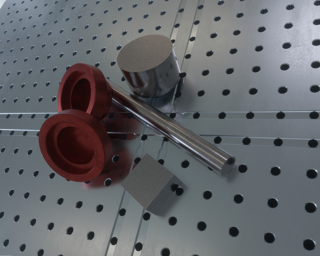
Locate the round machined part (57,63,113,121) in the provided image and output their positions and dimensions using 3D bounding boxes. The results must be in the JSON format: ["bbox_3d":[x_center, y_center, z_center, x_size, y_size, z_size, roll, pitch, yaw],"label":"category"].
[{"bbox_3d":[-0.109,-0.045,0.466,0.098,0.042,0.097,-4,83,41],"label":"round machined part"}]

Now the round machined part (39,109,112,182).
[{"bbox_3d":[-0.109,0.020,0.419,0.098,0.097,0.042,-10,17,22],"label":"round machined part"}]

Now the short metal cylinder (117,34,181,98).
[{"bbox_3d":[-0.015,-0.089,0.445,0.080,0.050,0.080,-10,49,12],"label":"short metal cylinder"}]

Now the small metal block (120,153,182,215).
[{"bbox_3d":[-0.011,0.067,0.373,0.050,0.025,0.050,35,81,38],"label":"small metal block"}]

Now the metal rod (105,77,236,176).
[{"bbox_3d":[-0.023,-0.024,0.434,0.300,0.025,0.025,34,81,38],"label":"metal rod"}]
